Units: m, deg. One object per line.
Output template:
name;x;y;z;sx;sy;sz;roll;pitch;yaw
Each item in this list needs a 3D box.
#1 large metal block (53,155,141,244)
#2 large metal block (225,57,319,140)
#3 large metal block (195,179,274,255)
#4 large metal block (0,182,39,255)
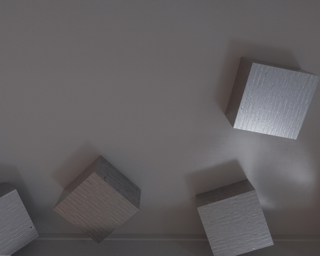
large metal block;-0.085;0.100;0.434;0.080;0.050;0.080;-42;105;13
large metal block;0.135;-0.038;0.386;0.081;0.050;0.079;10;110;-4
large metal block;0.102;0.128;0.437;0.080;0.050;0.080;-19;95;6
large metal block;-0.227;0.133;0.421;0.081;0.050;0.080;-31;114;-37
